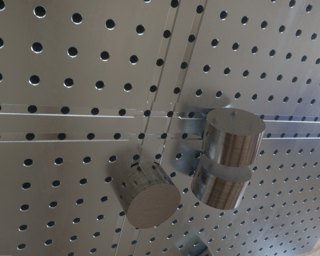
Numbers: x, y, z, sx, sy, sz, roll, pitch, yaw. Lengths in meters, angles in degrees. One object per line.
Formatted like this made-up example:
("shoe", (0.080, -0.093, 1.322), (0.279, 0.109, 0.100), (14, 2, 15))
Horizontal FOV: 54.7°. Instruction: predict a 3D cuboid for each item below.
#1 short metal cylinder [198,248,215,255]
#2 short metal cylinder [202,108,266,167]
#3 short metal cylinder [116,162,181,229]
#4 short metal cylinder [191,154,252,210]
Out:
("short metal cylinder", (0.100, 0.285, 0.606), (0.050, 0.080, 0.080), (-38, 129, -3))
("short metal cylinder", (0.103, 0.011, 0.438), (0.081, 0.080, 0.050), (-9, 123, -24))
("short metal cylinder", (-0.017, 0.096, 0.445), (0.081, 0.050, 0.079), (-14, 124, -21))
("short metal cylinder", (0.093, 0.079, 0.475), (0.081, 0.080, 0.050), (0, 118, -29))
